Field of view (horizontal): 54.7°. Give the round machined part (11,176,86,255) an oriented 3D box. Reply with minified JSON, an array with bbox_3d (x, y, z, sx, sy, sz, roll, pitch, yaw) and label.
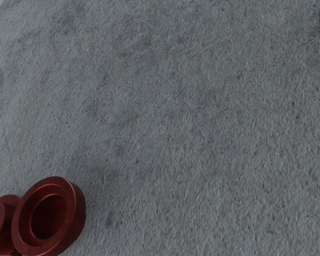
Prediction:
[{"bbox_3d":[-0.135,0.115,0.394,0.098,0.042,0.098,-13,56,21],"label":"round machined part"}]

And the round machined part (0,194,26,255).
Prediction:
[{"bbox_3d":[-0.224,0.138,0.426,0.098,0.042,0.098,-13,56,21],"label":"round machined part"}]
